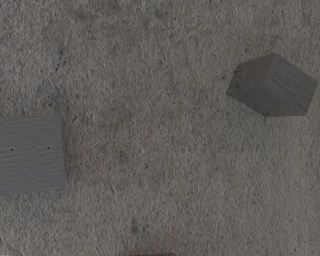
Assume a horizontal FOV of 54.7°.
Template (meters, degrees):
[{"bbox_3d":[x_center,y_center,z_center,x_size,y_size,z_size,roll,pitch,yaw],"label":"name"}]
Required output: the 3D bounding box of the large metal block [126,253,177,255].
[{"bbox_3d":[-0.013,0.210,0.391,0.081,0.050,0.080,5,88,-20],"label":"large metal block"}]

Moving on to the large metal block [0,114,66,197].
[{"bbox_3d":[-0.150,0.027,0.340,0.081,0.050,0.079,-4,92,-20],"label":"large metal block"}]

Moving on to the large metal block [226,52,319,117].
[{"bbox_3d":[0.155,-0.056,0.437,0.080,0.080,0.050,27,81,-18],"label":"large metal block"}]
